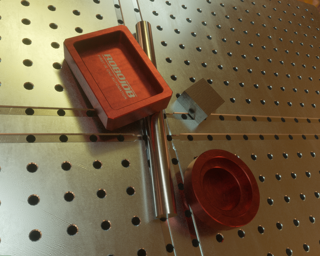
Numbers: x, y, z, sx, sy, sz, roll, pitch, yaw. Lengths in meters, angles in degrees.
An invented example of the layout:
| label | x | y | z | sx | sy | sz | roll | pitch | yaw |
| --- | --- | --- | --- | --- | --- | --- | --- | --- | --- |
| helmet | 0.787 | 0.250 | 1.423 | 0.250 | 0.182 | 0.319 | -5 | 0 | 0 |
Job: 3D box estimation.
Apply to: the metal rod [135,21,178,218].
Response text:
| label | x | y | z | sx | sy | sz | roll | pitch | yaw |
| --- | --- | --- | --- | --- | --- | --- | --- | --- | --- |
| metal rod | -0.010 | -0.031 | 0.423 | 0.025 | 0.025 | 0.299 | 7 | 59 | -25 |

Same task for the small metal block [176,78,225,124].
| label | x | y | z | sx | sy | sz | roll | pitch | yaw |
| --- | --- | --- | --- | --- | --- | --- | --- | --- | --- |
| small metal block | 0.062 | -0.041 | 0.469 | 0.050 | 0.025 | 0.050 | 48 | 51 | 5 |

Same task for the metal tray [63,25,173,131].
| label | x | y | z | sx | sy | sz | roll | pitch | yaw |
| --- | --- | --- | --- | --- | --- | --- | --- | --- | --- |
| metal tray | -0.055 | -0.069 | 0.399 | 0.091 | 0.030 | 0.130 | -24 | 69 | -25 |

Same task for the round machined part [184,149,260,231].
| label | x | y | z | sx | sy | sz | roll | pitch | yaw |
| --- | --- | --- | --- | --- | --- | --- | --- | --- | --- |
| round machined part | 0.073 | 0.079 | 0.390 | 0.099 | 0.042 | 0.098 | 14 | 56 | -21 |
